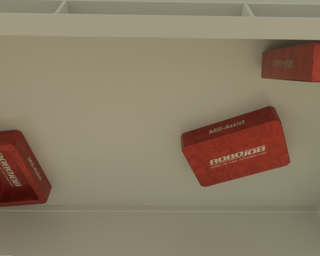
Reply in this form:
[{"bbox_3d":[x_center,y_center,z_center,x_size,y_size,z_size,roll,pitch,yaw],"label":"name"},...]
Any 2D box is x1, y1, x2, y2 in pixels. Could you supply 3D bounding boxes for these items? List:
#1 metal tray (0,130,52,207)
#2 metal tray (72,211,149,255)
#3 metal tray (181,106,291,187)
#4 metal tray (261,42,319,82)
[{"bbox_3d":[-0.228,0.064,0.457,0.090,0.030,0.129,-6,130,4],"label":"metal tray"},{"bbox_3d":[-0.092,0.200,0.576,0.131,0.030,0.089,10,131,-9],"label":"metal tray"},{"bbox_3d":[0.105,0.030,0.432,0.130,0.030,0.090,-18,128,14],"label":"metal tray"},{"bbox_3d":[0.160,-0.060,0.291,0.091,0.130,0.030,0,101,0],"label":"metal tray"}]
